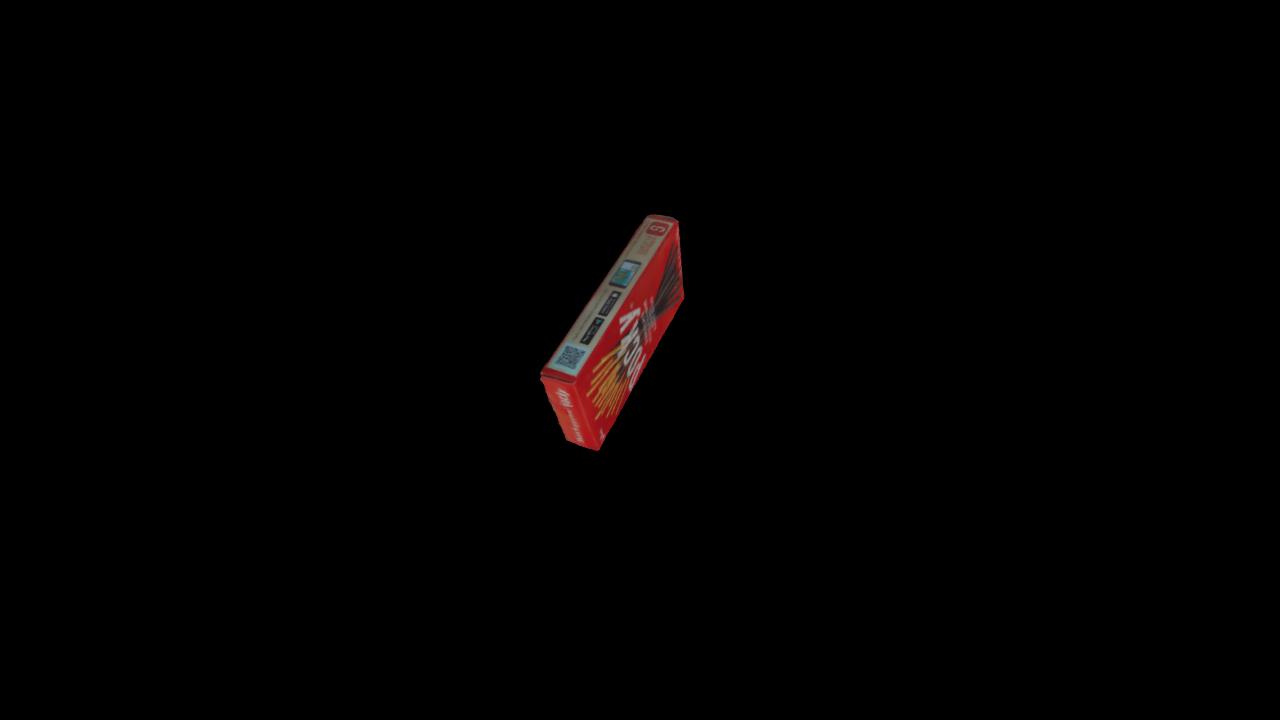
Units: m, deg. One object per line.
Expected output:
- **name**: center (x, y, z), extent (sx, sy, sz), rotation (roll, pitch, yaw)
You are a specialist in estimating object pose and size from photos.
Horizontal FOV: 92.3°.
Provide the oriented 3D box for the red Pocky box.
- **red Pocky box**: center (-0.011, -0.021, 0.428), extent (0.028, 0.155, 0.083), rotation (18, -32, 20)
